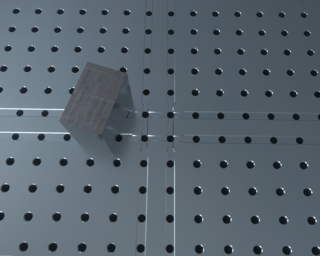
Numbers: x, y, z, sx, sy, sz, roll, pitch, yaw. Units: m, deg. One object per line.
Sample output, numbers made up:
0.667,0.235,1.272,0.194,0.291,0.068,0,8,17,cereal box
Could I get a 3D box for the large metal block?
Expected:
-0.075,-0.023,0.391,0.050,0.080,0.080,17,71,6,large metal block
